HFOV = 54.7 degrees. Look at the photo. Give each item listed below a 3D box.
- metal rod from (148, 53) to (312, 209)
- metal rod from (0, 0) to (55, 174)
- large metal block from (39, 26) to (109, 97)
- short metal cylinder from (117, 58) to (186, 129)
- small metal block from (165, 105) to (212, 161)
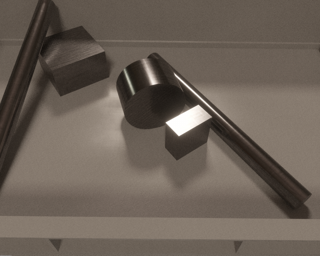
[{"bbox_3d":[0.073,-0.015,0.418,0.025,0.025,0.300,-27,56,-21],"label":"metal rod"},{"bbox_3d":[-0.186,-0.056,0.406,0.025,0.025,0.299,4,63,3],"label":"metal rod"},{"bbox_3d":[-0.136,-0.105,0.475,0.081,0.050,0.080,-27,55,-21],"label":"large metal block"},{"bbox_3d":[-0.013,-0.044,0.406,0.081,0.080,0.050,-13,51,-11],"label":"short metal cylinder"},{"bbox_3d":[0.034,0.006,0.384,0.050,0.050,0.025,-29,56,-22],"label":"small metal block"}]
